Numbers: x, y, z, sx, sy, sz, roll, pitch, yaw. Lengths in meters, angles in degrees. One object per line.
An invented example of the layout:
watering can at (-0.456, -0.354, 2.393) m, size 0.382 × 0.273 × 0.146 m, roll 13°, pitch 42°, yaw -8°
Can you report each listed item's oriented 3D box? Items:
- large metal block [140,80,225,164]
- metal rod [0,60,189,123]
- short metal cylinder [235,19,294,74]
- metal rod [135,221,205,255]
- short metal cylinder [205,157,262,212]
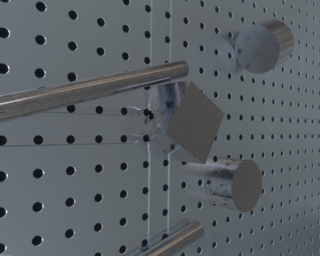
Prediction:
large metal block at (0.033, -0.006, 0.421) m, size 0.080 × 0.050 × 0.080 m, roll 38°, pitch 67°, yaw -34°
metal rod at (-0.080, -0.042, 0.342) m, size 0.302 × 0.025 × 0.025 m, roll -20°, pitch 103°, yaw -38°
short metal cylinder at (0.174, -0.137, 0.520) m, size 0.050 × 0.080 × 0.080 m, roll -29°, pitch 109°, yaw -36°
metal rod at (-0.057, 0.181, 0.362) m, size 0.302 × 0.025 × 0.025 m, roll -16°, pitch 101°, yaw -39°
short metal cylinder at (0.118, 0.088, 0.492) m, size 0.081 × 0.050 × 0.079 m, roll 0°, pitch 90°, yaw -40°
